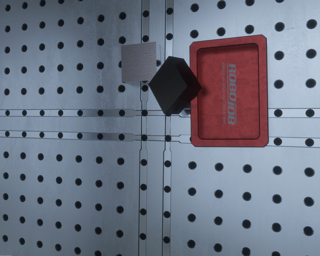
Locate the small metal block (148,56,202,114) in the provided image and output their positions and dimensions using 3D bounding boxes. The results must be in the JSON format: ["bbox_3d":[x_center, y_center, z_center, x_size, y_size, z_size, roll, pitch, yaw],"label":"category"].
[{"bbox_3d":[0.017,-0.052,0.382,0.050,0.025,0.050,-49,56,37],"label":"small metal block"}]

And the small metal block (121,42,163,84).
[{"bbox_3d":[-0.024,-0.087,0.420,0.050,0.025,0.050,-1,90,19],"label":"small metal block"}]

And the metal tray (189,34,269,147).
[{"bbox_3d":[0.085,-0.042,0.379,0.090,0.030,0.129,-1,90,19],"label":"metal tray"}]
